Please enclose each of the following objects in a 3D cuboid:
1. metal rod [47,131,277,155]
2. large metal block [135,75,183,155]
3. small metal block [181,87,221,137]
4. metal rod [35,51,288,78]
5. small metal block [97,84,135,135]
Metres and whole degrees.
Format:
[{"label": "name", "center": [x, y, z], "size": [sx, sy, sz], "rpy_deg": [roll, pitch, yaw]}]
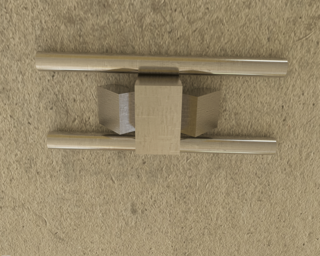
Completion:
[{"label": "metal rod", "center": [0.003, 0.020, 0.418], "size": [0.302, 0.025, 0.025], "rpy_deg": [2, 110, -1]}, {"label": "large metal block", "center": [-0.002, -0.021, 0.376], "size": [0.050, 0.080, 0.079], "rpy_deg": [1, 110, -1]}, {"label": "small metal block", "center": [0.050, -0.021, 0.389], "size": [0.025, 0.050, 0.050], "rpy_deg": [17, 115, 38]}, {"label": "metal rod", "center": [0.003, -0.078, 0.382], "size": [0.302, 0.025, 0.025], "rpy_deg": [1, 110, -1]}, {"label": "small metal block", "center": [-0.054, -0.025, 0.386], "size": [0.025, 0.050, 0.050], "rpy_deg": [-15, 116, -37]}]
